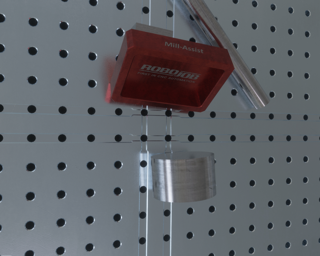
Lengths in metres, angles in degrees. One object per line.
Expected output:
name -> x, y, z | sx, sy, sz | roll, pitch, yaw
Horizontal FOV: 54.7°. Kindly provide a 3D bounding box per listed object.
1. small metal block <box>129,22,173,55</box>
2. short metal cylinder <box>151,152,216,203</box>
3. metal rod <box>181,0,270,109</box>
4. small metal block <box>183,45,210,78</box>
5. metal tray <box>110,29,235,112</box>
small metal block -> -0.013, -0.105, 0.407 | 0.050, 0.025, 0.050 | 7, 88, -20
short metal cylinder -> 0.030, 0.059, 0.394 | 0.081, 0.080, 0.050 | -4, 92, -20
metal rod -> 0.065, -0.151, 0.435 | 0.025, 0.025, 0.300 | -42, 103, -15
small metal block -> 0.039, -0.091, 0.427 | 0.050, 0.025, 0.050 | 5, 88, -20
metal tray -> 0.012, -0.065, 0.382 | 0.131, 0.089, 0.030 | 6, 52, -20
